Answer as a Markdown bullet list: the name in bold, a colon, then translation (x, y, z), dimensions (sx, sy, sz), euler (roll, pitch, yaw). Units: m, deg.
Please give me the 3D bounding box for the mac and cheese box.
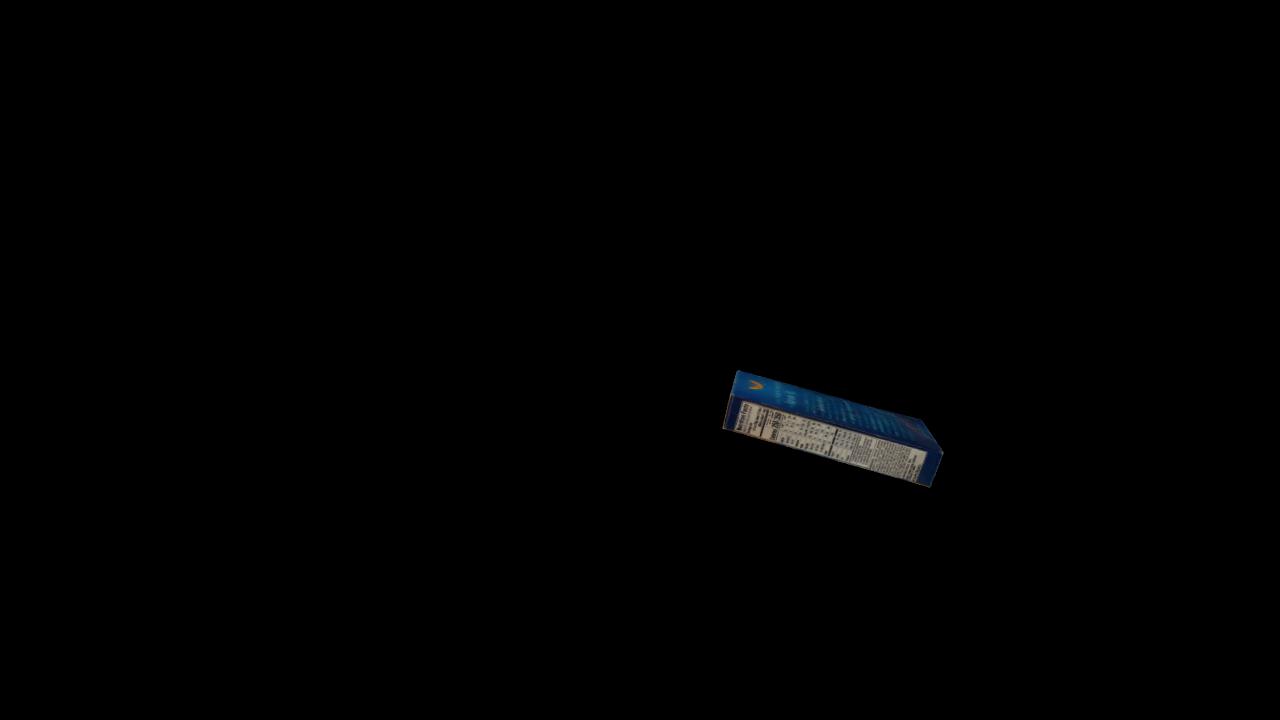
- **mac and cheese box**: translation (0.173, 0.060, 0.573), dimensions (0.184, 0.041, 0.093), euler (15, 17, 9)
